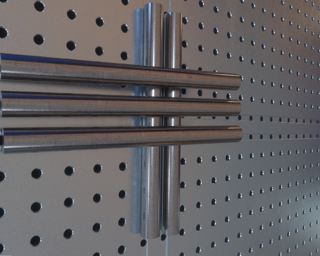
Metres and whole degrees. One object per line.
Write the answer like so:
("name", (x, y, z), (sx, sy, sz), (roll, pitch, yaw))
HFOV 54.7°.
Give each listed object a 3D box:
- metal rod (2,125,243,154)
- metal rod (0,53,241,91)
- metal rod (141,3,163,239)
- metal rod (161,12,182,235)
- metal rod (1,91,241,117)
("metal rod", (-0.018, 0.010, 0.368), (0.303, 0.025, 0.025), (-1, 91, -32))
("metal rod", (-0.020, -0.062, 0.367), (0.303, 0.025, 0.025), (-2, 92, -32))
("metal rod", (-0.010, -0.010, 0.403), (0.025, 0.025, 0.298), (1, 89, -40))
("metal rod", (0.016, -0.006, 0.425), (0.025, 0.025, 0.298), (1, 89, -40))
("metal rod", (-0.020, -0.026, 0.368), (0.303, 0.025, 0.025), (-2, 91, -32))
